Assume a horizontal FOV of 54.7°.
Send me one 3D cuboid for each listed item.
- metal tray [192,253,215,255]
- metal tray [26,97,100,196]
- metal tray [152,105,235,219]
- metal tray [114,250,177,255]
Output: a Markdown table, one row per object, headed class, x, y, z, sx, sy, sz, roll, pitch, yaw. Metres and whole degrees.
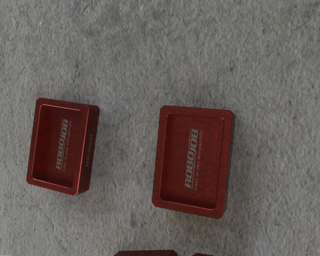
| class | x | y | z | sx | sy | sz | roll | pitch | yaw |
| --- | --- | --- | --- | --- | --- | --- | --- | --- | --- |
| metal tray | 0.059 | 0.216 | 0.359 | 0.091 | 0.030 | 0.129 | 18 | 98 | -20 |
| metal tray | -0.143 | 0.025 | 0.455 | 0.090 | 0.030 | 0.129 | 9 | 93 | 19 |
| metal tray | 0.042 | 0.039 | 0.390 | 0.090 | 0.030 | 0.129 | 6 | 92 | 19 |
| metal tray | -0.016 | 0.233 | 0.410 | 0.090 | 0.030 | 0.129 | -9 | 87 | 19 |
